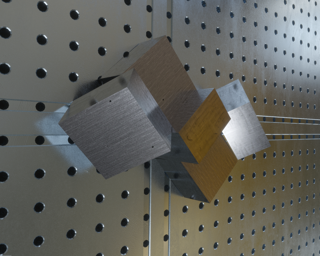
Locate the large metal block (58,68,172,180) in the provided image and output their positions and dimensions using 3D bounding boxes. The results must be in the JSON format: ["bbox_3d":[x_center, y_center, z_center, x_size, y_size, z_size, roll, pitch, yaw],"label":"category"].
[{"bbox_3d":[-0.043,-0.003,0.327,0.080,0.080,0.050,56,19,-25],"label":"large metal block"}]

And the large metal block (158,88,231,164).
[{"bbox_3d":[0.029,-0.004,0.396,0.080,0.080,0.050,-50,121,-28],"label":"large metal block"}]

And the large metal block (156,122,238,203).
[{"bbox_3d":[0.054,0.045,0.436,0.080,0.050,0.080,-48,117,-29],"label":"large metal block"}]

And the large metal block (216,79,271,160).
[{"bbox_3d":[0.117,-0.014,0.462,0.080,0.050,0.080,56,18,-26],"label":"large metal block"}]

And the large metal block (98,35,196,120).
[{"bbox_3d":[-0.013,-0.053,0.381,0.080,0.050,0.080,-48,119,-27],"label":"large metal block"}]
